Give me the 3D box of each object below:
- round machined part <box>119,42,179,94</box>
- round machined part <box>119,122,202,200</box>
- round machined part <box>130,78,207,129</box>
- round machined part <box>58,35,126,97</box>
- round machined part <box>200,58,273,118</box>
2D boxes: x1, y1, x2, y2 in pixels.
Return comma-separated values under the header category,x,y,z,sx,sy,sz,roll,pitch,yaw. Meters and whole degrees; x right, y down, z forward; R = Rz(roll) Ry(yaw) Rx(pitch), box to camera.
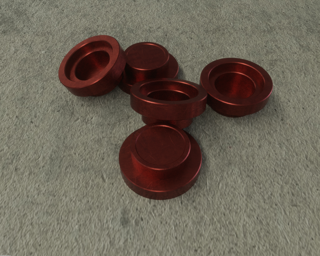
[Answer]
category,x,y,z,sx,sy,sz,roll,pitch,yaw
round machined part,-0.021,-0.095,0.472,0.099,0.042,0.098,0,50,0
round machined part,0.001,0.031,0.367,0.099,0.042,0.098,0,50,0
round machined part,0.011,-0.030,0.406,0.099,0.042,0.098,2,27,-1
round machined part,-0.093,-0.085,0.450,0.098,0.042,0.098,-11,56,17
round machined part,0.105,-0.053,0.439,0.099,0.042,0.098,0,50,0
